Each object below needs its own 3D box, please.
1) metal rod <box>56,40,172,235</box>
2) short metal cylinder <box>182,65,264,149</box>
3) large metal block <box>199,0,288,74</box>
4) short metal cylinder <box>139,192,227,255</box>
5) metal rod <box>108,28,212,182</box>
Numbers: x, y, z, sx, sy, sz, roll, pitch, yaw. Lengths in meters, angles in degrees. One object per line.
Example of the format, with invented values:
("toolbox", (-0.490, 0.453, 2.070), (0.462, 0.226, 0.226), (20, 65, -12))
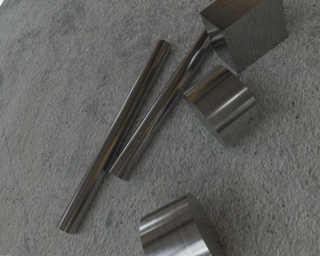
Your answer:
("metal rod", (-0.056, 0.000, 0.433), (0.025, 0.025, 0.300), (14, 68, 33))
("short metal cylinder", (0.069, -0.024, 0.347), (0.050, 0.080, 0.080), (-39, 51, 2))
("large metal block", (0.108, -0.129, 0.391), (0.080, 0.080, 0.050), (-37, 51, 4))
("short metal cylinder", (0.024, 0.108, 0.290), (0.050, 0.080, 0.080), (-30, 52, 9))
("metal rod", (0.024, -0.061, 0.428), (0.025, 0.025, 0.300), (23, 74, 36))
